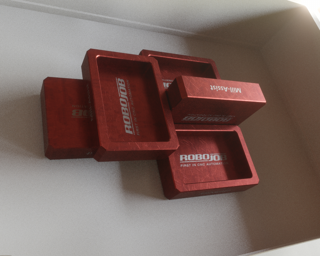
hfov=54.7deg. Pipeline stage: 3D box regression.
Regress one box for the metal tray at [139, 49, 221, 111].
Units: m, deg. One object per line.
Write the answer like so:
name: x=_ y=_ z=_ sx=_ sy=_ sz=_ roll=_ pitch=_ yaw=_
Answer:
metal tray: x=0.033 y=-0.065 z=0.460 sx=0.131 sy=0.030 sz=0.090 roll=1 pitch=61 yaw=-28

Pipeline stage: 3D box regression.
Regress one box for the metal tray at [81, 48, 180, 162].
metal tray: x=-0.037 y=-0.028 z=0.359 sx=0.091 sy=0.030 sz=0.130 roll=1 pitch=61 yaw=-28

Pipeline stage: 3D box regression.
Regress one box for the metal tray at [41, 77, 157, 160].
metal tray: x=-0.069 y=-0.012 z=0.369 sx=0.131 sy=0.030 sz=0.090 roll=0 pitch=62 yaw=-29

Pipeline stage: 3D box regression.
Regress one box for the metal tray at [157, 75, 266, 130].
metal tray: x=0.062 y=-0.026 z=0.412 sx=0.131 sy=0.090 sz=0.030 roll=1 pitch=62 yaw=-28

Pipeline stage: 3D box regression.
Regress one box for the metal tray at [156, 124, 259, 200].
metal tray: x=0.061 y=0.041 z=0.409 sx=0.131 sy=0.030 sz=0.090 roll=1 pitch=62 yaw=-28
